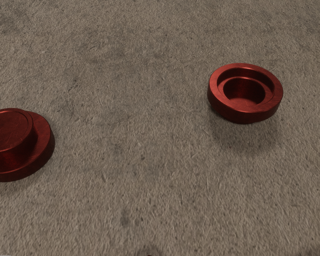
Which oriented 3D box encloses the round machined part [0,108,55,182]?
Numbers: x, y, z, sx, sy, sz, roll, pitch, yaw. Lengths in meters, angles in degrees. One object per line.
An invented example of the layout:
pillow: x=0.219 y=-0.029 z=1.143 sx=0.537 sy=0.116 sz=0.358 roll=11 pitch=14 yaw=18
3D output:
round machined part: x=-0.184 y=0.013 z=0.379 sx=0.099 sy=0.042 sz=0.098 roll=0 pitch=50 yaw=0

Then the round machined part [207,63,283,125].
round machined part: x=0.115 y=-0.043 z=0.430 sx=0.099 sy=0.042 sz=0.098 roll=0 pitch=50 yaw=0
